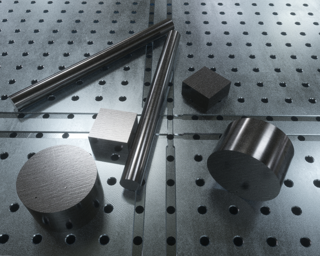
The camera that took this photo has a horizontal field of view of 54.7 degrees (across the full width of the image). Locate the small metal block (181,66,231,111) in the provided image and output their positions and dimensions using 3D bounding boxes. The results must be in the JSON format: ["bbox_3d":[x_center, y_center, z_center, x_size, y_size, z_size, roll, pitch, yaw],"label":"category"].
[{"bbox_3d":[0.068,-0.059,0.458,0.050,0.025,0.050,-37,59,-27],"label":"small metal block"}]

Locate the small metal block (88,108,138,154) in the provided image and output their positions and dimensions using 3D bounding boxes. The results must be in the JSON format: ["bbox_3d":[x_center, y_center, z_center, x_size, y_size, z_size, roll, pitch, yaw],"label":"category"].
[{"bbox_3d":[-0.060,0.003,0.404,0.050,0.025,0.050,9,51,7],"label":"small metal block"}]

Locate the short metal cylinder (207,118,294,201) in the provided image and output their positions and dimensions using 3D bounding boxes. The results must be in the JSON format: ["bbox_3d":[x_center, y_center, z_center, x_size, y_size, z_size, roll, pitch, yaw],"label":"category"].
[{"bbox_3d":[0.100,0.035,0.343,0.080,0.080,0.050,25,54,19],"label":"short metal cylinder"}]

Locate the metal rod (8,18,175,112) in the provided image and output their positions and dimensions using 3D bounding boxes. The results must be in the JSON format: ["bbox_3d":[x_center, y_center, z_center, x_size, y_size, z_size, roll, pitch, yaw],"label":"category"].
[{"bbox_3d":[-0.094,-0.111,0.499,0.302,0.025,0.025,-35,58,-26],"label":"metal rod"}]

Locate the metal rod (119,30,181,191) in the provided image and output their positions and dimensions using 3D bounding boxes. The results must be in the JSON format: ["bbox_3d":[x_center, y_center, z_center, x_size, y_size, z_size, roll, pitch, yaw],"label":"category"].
[{"bbox_3d":[-0.005,-0.048,0.447,0.025,0.025,0.300,9,50,7],"label":"metal rod"}]

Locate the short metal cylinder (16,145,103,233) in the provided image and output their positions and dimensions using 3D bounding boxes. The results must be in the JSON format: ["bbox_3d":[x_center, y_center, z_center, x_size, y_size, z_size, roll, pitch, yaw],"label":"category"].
[{"bbox_3d":[-0.105,0.065,0.336,0.081,0.050,0.080,0,50,0],"label":"short metal cylinder"}]
